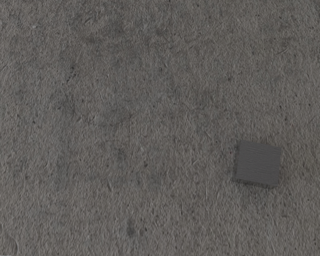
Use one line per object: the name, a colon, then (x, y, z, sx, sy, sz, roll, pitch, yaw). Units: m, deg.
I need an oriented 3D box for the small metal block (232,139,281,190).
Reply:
small metal block: (0.121, 0.046, 0.392, 0.050, 0.025, 0.050, 12, 70, 4)
